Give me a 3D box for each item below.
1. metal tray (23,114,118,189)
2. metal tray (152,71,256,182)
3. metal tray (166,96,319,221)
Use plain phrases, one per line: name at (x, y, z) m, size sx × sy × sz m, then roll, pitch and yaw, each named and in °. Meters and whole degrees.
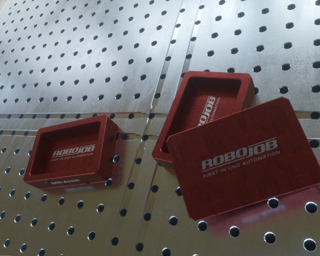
metal tray at (-0.129, 0.036, 0.452) m, size 0.130 × 0.030 × 0.090 m, roll -10°, pitch 57°, yaw 22°
metal tray at (0.055, -0.008, 0.381) m, size 0.090 × 0.030 × 0.130 m, roll 9°, pitch 66°, yaw 32°
metal tray at (0.082, 0.033, 0.317) m, size 0.130 × 0.030 × 0.090 m, roll -20°, pitch 72°, yaw 9°
